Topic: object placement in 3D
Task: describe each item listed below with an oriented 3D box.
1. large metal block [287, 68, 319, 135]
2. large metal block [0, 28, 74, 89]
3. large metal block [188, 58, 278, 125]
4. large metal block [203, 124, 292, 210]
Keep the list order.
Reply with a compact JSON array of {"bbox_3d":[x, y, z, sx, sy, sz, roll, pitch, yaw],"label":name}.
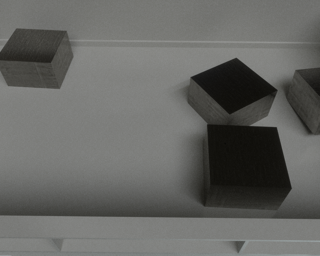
[{"bbox_3d":[0.232,-0.040,0.416,0.081,0.050,0.080,-7,42,-5],"label":"large metal block"},{"bbox_3d":[-0.189,-0.108,0.478,0.080,0.050,0.080,4,50,3],"label":"large metal block"},{"bbox_3d":[0.096,-0.042,0.425,0.081,0.050,0.080,-26,55,-20],"label":"large metal block"},{"bbox_3d":[0.093,0.044,0.353,0.080,0.050,0.080,2,50,2],"label":"large metal block"}]
